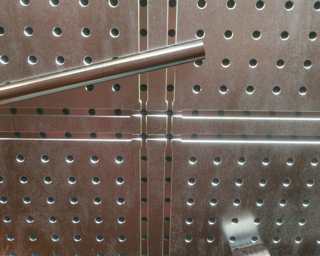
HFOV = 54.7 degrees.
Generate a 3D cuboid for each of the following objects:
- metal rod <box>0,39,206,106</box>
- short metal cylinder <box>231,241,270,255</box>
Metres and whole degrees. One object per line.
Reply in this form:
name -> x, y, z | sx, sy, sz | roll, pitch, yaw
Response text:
metal rod -> -0.094, -0.065, 0.388 | 0.301, 0.025, 0.025 | -12, 110, 4
short metal cylinder -> 0.144, 0.216, 0.465 | 0.050, 0.080, 0.080 | -17, 109, 6
